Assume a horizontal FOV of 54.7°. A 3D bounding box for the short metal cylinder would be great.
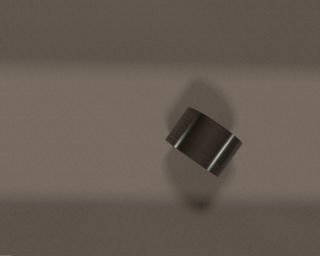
[{"bbox_3d":[0.054,0.017,0.385,0.080,0.080,0.050,35,90,-1],"label":"short metal cylinder"}]
